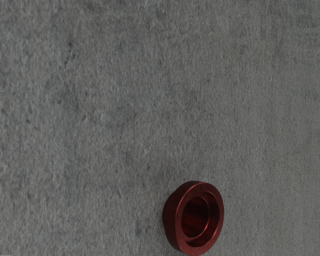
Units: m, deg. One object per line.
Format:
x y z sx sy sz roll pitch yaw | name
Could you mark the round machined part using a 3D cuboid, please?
0.042 0.122 0.432 0.099 0.042 0.097 0 90 -40 | round machined part
